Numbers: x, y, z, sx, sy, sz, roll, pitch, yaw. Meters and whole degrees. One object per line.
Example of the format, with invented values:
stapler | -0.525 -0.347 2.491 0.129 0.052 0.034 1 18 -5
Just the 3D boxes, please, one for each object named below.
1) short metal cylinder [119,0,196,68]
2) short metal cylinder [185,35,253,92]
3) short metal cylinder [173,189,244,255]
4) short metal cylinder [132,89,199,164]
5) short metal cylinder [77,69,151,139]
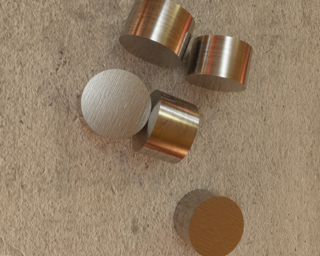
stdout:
short metal cylinder | -0.003 -0.115 0.378 0.080 0.080 0.050 23 83 -19
short metal cylinder | 0.077 -0.082 0.408 0.081 0.080 0.050 13 86 -20
short metal cylinder | 0.065 0.127 0.420 0.081 0.050 0.080 0 90 -20
short metal cylinder | 0.005 -0.001 0.381 0.050 0.080 0.080 20 83 -19
short metal cylinder | -0.057 -0.027 0.375 0.081 0.050 0.080 0 90 -20
